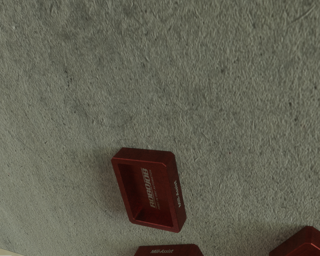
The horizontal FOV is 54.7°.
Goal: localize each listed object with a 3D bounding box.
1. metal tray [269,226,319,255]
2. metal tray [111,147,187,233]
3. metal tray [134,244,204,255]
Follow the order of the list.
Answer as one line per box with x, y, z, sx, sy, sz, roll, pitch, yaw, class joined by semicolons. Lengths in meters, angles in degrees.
0.222;0.196;0.407;0.130;0.030;0.089;33;129;6;metal tray
-0.015;0.094;0.469;0.090;0.030;0.129;3;120;26;metal tray
0.024;0.250;0.546;0.130;0.030;0.090;-18;109;35;metal tray
